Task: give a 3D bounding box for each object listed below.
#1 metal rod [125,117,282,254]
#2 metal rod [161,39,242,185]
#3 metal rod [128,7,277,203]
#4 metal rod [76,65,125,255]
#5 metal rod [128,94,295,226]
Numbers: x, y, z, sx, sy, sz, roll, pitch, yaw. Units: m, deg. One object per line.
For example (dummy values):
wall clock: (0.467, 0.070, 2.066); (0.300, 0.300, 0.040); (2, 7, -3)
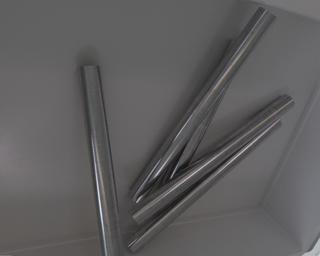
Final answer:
metal rod: (0.073, 0.080, 0.475); (0.301, 0.025, 0.025); (-38, 130, -11)
metal rod: (0.044, 0.020, 0.445); (0.025, 0.025, 0.298); (11, 113, -33)
metal rod: (0.045, -0.016, 0.405); (0.025, 0.025, 0.299); (20, 113, -36)
metal rod: (-0.060, 0.082, 0.347); (0.025, 0.025, 0.298); (-9, 98, -24)
metal rod: (0.084, 0.039, 0.453); (0.301, 0.025, 0.025); (-34, 129, -16)
